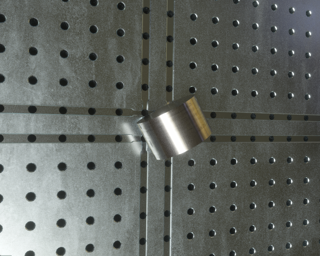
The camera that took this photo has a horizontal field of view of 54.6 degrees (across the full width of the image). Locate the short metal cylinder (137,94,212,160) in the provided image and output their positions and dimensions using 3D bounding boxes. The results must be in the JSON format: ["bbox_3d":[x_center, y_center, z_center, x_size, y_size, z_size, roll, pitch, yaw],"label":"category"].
[{"bbox_3d":[0.018,-0.002,0.389,0.080,0.080,0.050,-30,99,-18],"label":"short metal cylinder"}]
